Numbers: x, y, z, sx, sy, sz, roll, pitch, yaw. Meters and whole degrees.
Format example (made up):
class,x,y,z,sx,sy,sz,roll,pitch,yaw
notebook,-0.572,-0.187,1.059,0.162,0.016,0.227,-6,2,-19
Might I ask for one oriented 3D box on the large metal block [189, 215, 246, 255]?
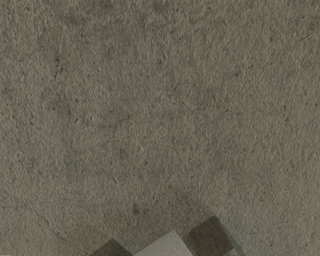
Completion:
class,x,y,z,sx,sy,sz,roll,pitch,yaw
large metal block,0.093,0.188,0.447,0.050,0.080,0.080,-36,107,3

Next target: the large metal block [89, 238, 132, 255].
class,x,y,z,sx,sy,sz,roll,pitch,yaw
large metal block,-0.077,0.234,0.482,0.080,0.050,0.080,-40,105,13

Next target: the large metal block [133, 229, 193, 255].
class,x,y,z,sx,sy,sz,roll,pitch,yaw
large metal block,0.011,0.206,0.436,0.080,0.080,0.050,-28,137,-17
